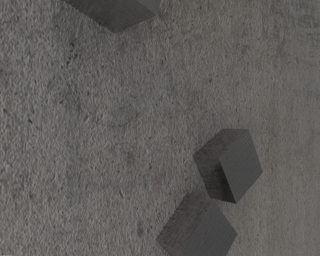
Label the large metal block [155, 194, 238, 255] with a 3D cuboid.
[{"bbox_3d":[0.054,0.152,0.433,0.080,0.050,0.080,-51,120,-28],"label":"large metal block"}]

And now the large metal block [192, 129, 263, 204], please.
[{"bbox_3d":[0.106,0.056,0.477,0.080,0.050,0.080,-37,113,-34],"label":"large metal block"}]

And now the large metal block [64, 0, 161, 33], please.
[{"bbox_3d":[-0.052,-0.151,0.325,0.080,0.080,0.050,25,75,-37],"label":"large metal block"}]
